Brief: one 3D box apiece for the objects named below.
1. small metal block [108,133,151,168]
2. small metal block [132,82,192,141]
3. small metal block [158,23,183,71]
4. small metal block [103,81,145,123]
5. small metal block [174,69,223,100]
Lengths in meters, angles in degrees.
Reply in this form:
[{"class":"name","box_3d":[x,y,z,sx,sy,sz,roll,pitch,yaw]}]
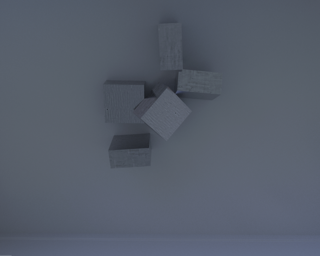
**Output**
[{"class":"small metal block","box_3d":[-0.038,0.029,0.408,0.050,0.050,0.025,-4,110,1]},{"class":"small metal block","box_3d":[0.003,-0.020,0.388,0.050,0.025,0.050,-50,124,-3]},{"class":"small metal block","box_3d":[0.012,-0.096,0.362,0.025,0.050,0.050,-3,108,1]},{"class":"small metal block","box_3d":[-0.045,-0.034,0.398,0.050,0.025,0.050,1,110,-1]},{"class":"small metal block","box_3d":[0.045,-0.051,0.376,0.050,0.050,0.025,5,87,-2]}]
